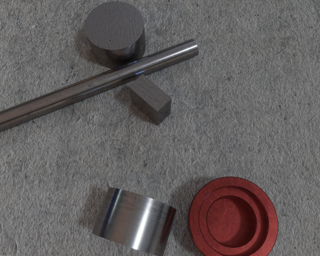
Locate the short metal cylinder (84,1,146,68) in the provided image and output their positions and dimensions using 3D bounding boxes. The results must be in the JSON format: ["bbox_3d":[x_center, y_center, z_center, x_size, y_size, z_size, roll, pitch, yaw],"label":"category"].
[{"bbox_3d":[-0.062,-0.131,0.442,0.081,0.050,0.080,0,70,0],"label":"short metal cylinder"}]

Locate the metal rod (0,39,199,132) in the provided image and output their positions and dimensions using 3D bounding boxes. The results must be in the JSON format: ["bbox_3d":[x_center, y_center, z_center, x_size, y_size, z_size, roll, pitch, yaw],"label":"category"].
[{"bbox_3d":[-0.087,-0.060,0.429,0.302,0.025,0.025,-23,72,-8],"label":"metal rod"}]

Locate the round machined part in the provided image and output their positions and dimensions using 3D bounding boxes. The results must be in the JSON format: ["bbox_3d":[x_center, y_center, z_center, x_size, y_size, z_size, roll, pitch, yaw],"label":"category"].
[{"bbox_3d":[0.081,0.109,0.360,0.099,0.042,0.098,0,70,0],"label":"round machined part"}]

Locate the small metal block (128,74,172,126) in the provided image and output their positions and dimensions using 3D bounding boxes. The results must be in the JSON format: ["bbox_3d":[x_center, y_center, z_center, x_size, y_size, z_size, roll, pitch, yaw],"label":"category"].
[{"bbox_3d":[-0.012,-0.036,0.408,0.050,0.050,0.025,41,75,13],"label":"small metal block"}]

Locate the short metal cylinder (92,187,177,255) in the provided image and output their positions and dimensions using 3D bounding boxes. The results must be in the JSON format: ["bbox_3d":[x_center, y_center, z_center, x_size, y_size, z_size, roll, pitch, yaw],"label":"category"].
[{"bbox_3d":[-0.027,0.103,0.341,0.080,0.080,0.050,17,71,6],"label":"short metal cylinder"}]
